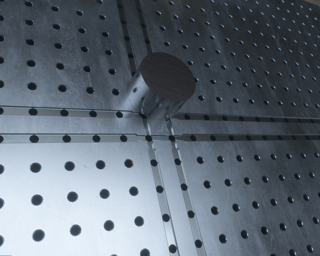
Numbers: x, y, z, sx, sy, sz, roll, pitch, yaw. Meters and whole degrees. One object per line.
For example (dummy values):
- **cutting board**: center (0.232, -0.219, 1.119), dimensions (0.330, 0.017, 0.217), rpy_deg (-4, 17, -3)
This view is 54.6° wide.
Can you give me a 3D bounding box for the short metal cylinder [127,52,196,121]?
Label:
- **short metal cylinder**: center (0.002, -0.057, 0.427), dimensions (0.081, 0.050, 0.080), rpy_deg (13, 56, -21)
